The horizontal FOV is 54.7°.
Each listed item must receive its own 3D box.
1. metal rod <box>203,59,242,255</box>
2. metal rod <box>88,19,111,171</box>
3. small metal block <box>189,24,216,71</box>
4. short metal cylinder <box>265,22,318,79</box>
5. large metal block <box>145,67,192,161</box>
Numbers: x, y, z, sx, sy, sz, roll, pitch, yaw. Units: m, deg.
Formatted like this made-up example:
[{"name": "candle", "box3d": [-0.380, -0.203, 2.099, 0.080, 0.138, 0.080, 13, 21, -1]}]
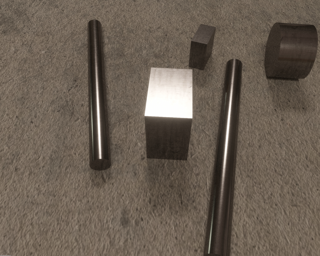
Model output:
[{"name": "metal rod", "box3d": [0.086, 0.013, 0.392, 0.025, 0.025, 0.300, 10, 51, 7]}, {"name": "metal rod", "box3d": [-0.094, -0.070, 0.460, 0.025, 0.025, 0.300, -7, 50, -6]}, {"name": "small metal block", "box3d": [0.068, -0.130, 0.497, 0.025, 0.050, 0.050, 17, 52, 13]}, {"name": "short metal cylinder", "box3d": [0.195, -0.116, 0.468, 0.050, 0.080, 0.080, 5, 50, 3]}, {"name": "large metal block", "box3d": [0.011, -0.017, 0.382, 0.050, 0.080, 0.080, 3, 50, 2]}]
